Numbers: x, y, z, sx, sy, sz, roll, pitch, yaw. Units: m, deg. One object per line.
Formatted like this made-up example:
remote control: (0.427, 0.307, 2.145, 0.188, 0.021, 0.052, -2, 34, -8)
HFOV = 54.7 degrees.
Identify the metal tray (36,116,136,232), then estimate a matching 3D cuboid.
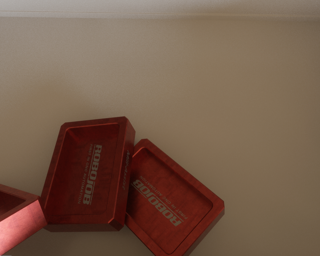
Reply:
metal tray: (-0.082, 0.051, 0.359, 0.090, 0.030, 0.130, -5, 55, 14)

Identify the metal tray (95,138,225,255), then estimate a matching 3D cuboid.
metal tray: (-0.003, 0.083, 0.360, 0.130, 0.030, 0.090, 38, 73, 27)

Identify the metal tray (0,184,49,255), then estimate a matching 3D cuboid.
metal tray: (-0.187, 0.094, 0.309, 0.091, 0.130, 0.030, -31, 115, -46)
